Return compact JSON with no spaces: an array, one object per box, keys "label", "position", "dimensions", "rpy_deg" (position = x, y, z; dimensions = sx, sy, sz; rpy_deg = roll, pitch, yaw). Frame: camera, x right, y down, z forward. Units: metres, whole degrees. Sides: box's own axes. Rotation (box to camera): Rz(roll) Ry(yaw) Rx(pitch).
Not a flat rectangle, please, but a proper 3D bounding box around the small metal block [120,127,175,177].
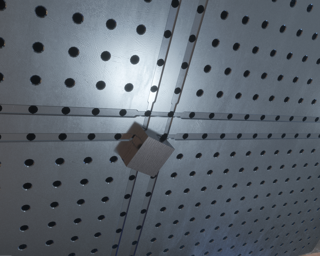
[{"label":"small metal block","position":[-0.017,0.034,0.422],"dimensions":[0.050,0.025,0.050],"rpy_deg":[28,103,-38]}]
